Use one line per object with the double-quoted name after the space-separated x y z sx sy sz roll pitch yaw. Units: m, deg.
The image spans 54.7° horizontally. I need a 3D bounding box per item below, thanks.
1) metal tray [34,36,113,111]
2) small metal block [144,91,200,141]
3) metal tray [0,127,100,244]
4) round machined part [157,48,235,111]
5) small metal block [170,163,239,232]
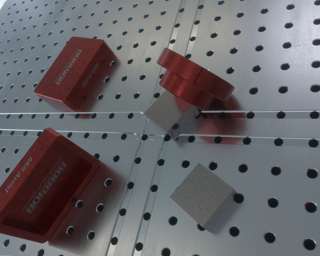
-0.152 -0.100 0.547 0.090 0.030 0.130 17 70 34 "metal tray"
0.015 -0.019 0.412 0.050 0.025 0.050 -47 51 -5 "small metal block"
-0.146 0.075 0.396 0.030 0.090 0.130 24 75 36 "metal tray"
0.038 -0.056 0.380 0.098 0.099 0.042 39 105 39 "round machined part"
0.048 0.075 0.337 0.050 0.025 0.050 -49 51 -6 "small metal block"
